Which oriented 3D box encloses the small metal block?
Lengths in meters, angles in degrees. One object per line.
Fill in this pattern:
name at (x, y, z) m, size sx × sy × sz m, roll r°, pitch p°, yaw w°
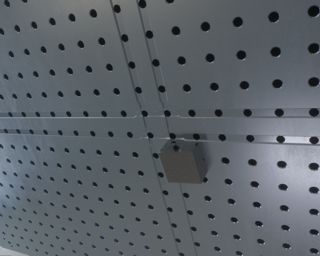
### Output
small metal block at (0.032, 0.048, 0.425) m, size 0.050 × 0.025 × 0.050 m, roll -4°, pitch 117°, yaw 30°
